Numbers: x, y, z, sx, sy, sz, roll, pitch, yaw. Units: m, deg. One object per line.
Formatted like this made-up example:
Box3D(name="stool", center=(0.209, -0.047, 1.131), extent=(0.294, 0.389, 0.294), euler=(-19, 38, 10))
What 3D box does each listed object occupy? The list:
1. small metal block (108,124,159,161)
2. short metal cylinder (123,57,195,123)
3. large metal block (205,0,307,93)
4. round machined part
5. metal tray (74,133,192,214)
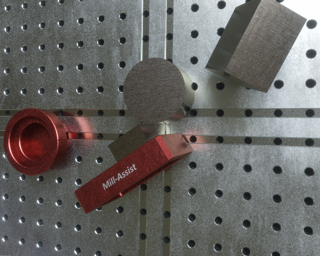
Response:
Box3D(name="small metal block", center=(-0.032, 0.019, 0.410), extent=(0.050, 0.050, 0.025), euler=(-34, 79, 16))
Box3D(name="short metal cylinder", center=(0.000, -0.046, 0.399), extent=(0.080, 0.050, 0.079), euler=(0, 90, 19))
Box3D(name="large metal block", center=(0.099, -0.090, 0.341), extent=(0.050, 0.080, 0.080), euler=(25, 99, -11))
Box3D(name="round machined part", center=(-0.180, 0.020, 0.465), extent=(0.098, 0.042, 0.097), euler=(0, 90, 19))
Box3D(name="metal tray", center=(-0.031, 0.054, 0.387), extent=(0.130, 0.090, 0.030), euler=(-34, 79, 16))
